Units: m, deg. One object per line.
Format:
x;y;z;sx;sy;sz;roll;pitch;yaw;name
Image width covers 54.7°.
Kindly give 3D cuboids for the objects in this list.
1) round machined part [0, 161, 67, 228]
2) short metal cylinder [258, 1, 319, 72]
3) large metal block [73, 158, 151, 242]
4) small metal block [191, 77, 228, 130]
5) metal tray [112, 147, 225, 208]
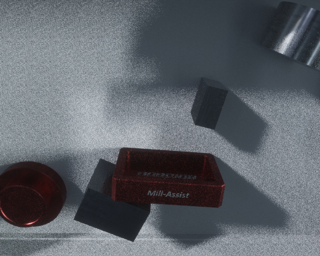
-0.187;0.100;0.436;0.099;0.042;0.097;0;110;-1;round machined part
0.159;-0.101;0.347;0.080;0.080;0.050;21;109;-8;short metal cylinder
-0.059;0.094;0.416;0.080;0.080;0.050;24;108;-9;large metal block
0.060;-0.032;0.387;0.025;0.050;0.050;14;109;-6;small metal block
0.009;0.061;0.399;0.131;0.090;0.030;4;110;-2;metal tray
